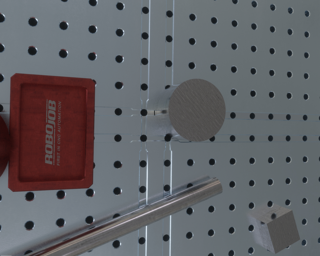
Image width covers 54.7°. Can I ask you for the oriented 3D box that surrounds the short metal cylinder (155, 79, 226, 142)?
[{"bbox_3d":[0.040,-0.023,0.414,0.081,0.050,0.079,0,90,-20],"label":"short metal cylinder"}]

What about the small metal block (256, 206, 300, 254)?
[{"bbox_3d":[0.184,0.157,0.481,0.050,0.025,0.050,-20,97,-19],"label":"small metal block"}]

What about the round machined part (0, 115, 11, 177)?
[{"bbox_3d":[-0.197,0.019,0.317,0.098,0.042,0.097,0,87,9],"label":"round machined part"}]

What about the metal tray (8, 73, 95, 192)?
[{"bbox_3d":[-0.125,0.005,0.363,0.091,0.030,0.129,1,90,-20],"label":"metal tray"}]

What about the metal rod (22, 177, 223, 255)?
[{"bbox_3d":[-0.053,0.126,0.393,0.302,0.025,0.025,-18,96,-19],"label":"metal rod"}]
